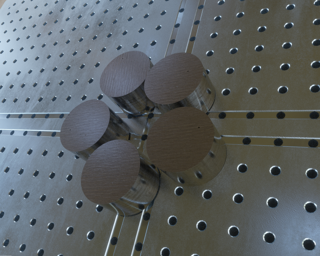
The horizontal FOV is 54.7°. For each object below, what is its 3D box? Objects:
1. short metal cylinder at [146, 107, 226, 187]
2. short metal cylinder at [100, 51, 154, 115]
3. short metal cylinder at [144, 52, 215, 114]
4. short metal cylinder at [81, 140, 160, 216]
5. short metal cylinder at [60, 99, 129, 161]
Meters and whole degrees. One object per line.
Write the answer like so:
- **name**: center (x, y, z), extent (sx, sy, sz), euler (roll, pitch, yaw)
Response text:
- **short metal cylinder**: center (0.031, 0.022, 0.361), extent (0.080, 0.050, 0.080), euler (-13, 58, 21)
- **short metal cylinder**: center (-0.040, -0.065, 0.452), extent (0.080, 0.050, 0.080), euler (-13, 56, 21)
- **short metal cylinder**: center (0.026, -0.052, 0.409), extent (0.080, 0.050, 0.080), euler (-13, 56, 21)
- **short metal cylinder**: center (-0.048, 0.061, 0.378), extent (0.080, 0.050, 0.080), euler (-14, 55, 21)
- **short metal cylinder**: center (-0.091, 0.007, 0.436), extent (0.080, 0.050, 0.080), euler (-13, 57, 21)
